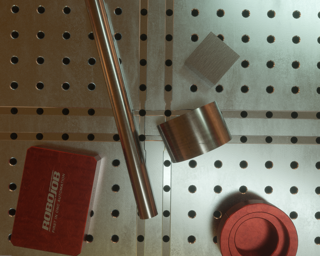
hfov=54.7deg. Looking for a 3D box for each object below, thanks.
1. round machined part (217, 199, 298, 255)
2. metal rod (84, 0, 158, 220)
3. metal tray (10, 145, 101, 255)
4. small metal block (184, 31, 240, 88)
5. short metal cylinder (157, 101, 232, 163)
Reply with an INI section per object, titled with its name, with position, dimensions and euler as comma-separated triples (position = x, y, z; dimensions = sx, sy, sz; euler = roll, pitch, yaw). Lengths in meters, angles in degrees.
[round machined part]
position = 0.123, 0.142, 0.407
dimensions = 0.099, 0.042, 0.097
euler = 0, 90, -1
[metal rod]
position = -0.051, -0.027, 0.412
dimensions = 0.025, 0.025, 0.298
euler = -14, 90, 0
[metal tray]
position = -0.136, 0.094, 0.409
dimensions = 0.091, 0.030, 0.129
euler = 10, 90, -1
[small metal block]
position = 0.069, -0.091, 0.414
dimensions = 0.050, 0.025, 0.050
euler = 41, 90, -1
[short metal cylinder]
position = 0.042, 0.005, 0.387
dimensions = 0.080, 0.080, 0.050
euler = -23, 90, 0
